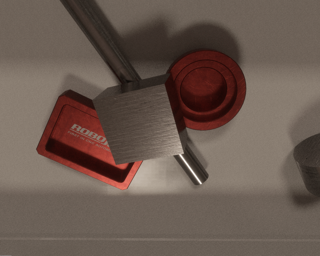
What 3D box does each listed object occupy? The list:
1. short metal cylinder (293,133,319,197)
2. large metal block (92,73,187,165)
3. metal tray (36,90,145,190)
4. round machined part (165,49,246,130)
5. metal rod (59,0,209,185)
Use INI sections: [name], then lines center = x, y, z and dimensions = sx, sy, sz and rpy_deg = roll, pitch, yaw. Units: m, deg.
[short metal cylinder]
center = 0.223, 0.046, 0.402
dimensions = 0.080, 0.080, 0.050
rpy_deg = -25, 108, 8
[large metal block]
center = -0.019, -0.010, 0.354
dimensions = 0.080, 0.050, 0.080
rpy_deg = -11, 110, 14
[metal tray]
center = -0.084, 0.017, 0.413
dimensions = 0.131, 0.030, 0.089
rpy_deg = 26, 108, -10
[round machined part]
center = 0.053, -0.050, 0.385
dimensions = 0.099, 0.042, 0.097
rpy_deg = 0, 110, -1
[metal rod]
center = -0.026, -0.044, 0.394
dimensions = 0.025, 0.025, 0.299
rpy_deg = -32, 107, 11
